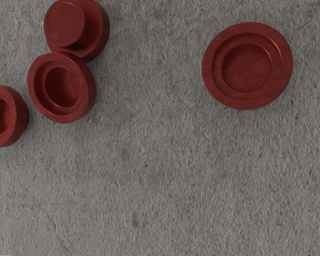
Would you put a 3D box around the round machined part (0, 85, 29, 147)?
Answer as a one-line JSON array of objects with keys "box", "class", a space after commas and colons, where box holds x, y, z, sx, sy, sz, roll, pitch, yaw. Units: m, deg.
[{"box": [-0.248, -0.018, 0.488, 0.098, 0.042, 0.097, 0, 90, 20], "class": "round machined part"}]

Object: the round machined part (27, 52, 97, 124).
[{"box": [-0.132, -0.059, 0.437, 0.098, 0.042, 0.097, 6, 110, 18], "class": "round machined part"}]

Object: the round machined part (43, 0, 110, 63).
[{"box": [-0.126, -0.144, 0.444, 0.098, 0.042, 0.097, 0, 90, 20], "class": "round machined part"}]

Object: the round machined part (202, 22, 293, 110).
[{"box": [0.102, -0.069, 0.364, 0.098, 0.042, 0.097, 0, 90, 20], "class": "round machined part"}]
